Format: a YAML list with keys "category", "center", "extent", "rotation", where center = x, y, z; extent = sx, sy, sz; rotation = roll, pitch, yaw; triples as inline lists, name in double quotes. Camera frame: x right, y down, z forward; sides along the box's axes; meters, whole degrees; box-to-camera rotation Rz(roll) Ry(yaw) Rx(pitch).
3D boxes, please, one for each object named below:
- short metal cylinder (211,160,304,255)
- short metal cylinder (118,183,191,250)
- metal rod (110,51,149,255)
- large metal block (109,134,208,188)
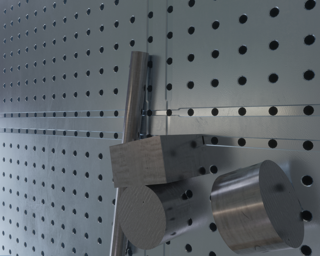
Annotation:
- category: "short metal cylinder"
  center: [0.094, 0.076, 0.296]
  extent: [0.050, 0.081, 0.080]
  rotation: [-28, 73, 37]
- category: "short metal cylinder"
  center: [-0.008, 0.109, 0.399]
  extent: [0.080, 0.050, 0.079]
  rotation: [0, 91, 40]
- category: "metal rod"
  center: [-0.045, 0.042, 0.446]
  extent: [0.025, 0.025, 0.298]
  rotation: [11, 97, 39]
- category: "large metal block"
  center: [-0.001, 0.039, 0.374]
  extent: [0.080, 0.081, 0.050]
  rotation: [-14, 81, 39]
